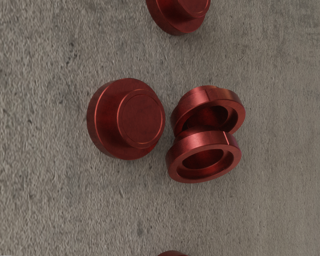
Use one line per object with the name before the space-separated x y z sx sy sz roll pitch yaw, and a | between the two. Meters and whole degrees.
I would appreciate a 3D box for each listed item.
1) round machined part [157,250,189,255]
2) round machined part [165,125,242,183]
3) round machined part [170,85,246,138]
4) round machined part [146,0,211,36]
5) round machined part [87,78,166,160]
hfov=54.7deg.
round machined part | 0.006 0.208 0.399 0.099 0.042 0.097 0 90 -40
round machined part | 0.055 0.032 0.416 0.099 0.098 0.042 21 41 -38
round machined part | 0.062 -0.020 0.421 0.099 0.098 0.042 21 40 -38
round machined part | 0.031 -0.179 0.419 0.099 0.042 0.097 0 90 -40
round machined part | -0.032 -0.010 0.366 0.099 0.042 0.097 0 90 -40
